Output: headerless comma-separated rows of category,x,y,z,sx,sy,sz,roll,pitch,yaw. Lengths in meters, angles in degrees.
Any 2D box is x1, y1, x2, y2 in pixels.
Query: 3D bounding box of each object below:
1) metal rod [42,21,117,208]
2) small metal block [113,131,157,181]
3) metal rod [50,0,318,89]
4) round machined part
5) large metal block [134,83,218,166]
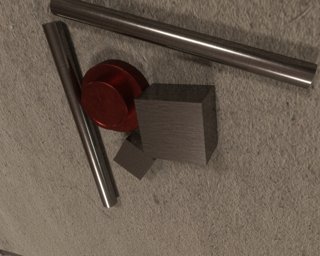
metal rod,-0.111,-0.003,0.461,0.025,0.025,0.298,3,120,26
small metal block,-0.033,0.040,0.447,0.050,0.025,0.050,36,129,3
metal rod,0.011,-0.100,0.338,0.301,0.025,0.025,20,126,15
round machined part,-0.062,-0.036,0.405,0.098,0.042,0.097,13,124,20
large metal block,0.022,-0.007,0.374,0.080,0.050,0.079,6,121,25
